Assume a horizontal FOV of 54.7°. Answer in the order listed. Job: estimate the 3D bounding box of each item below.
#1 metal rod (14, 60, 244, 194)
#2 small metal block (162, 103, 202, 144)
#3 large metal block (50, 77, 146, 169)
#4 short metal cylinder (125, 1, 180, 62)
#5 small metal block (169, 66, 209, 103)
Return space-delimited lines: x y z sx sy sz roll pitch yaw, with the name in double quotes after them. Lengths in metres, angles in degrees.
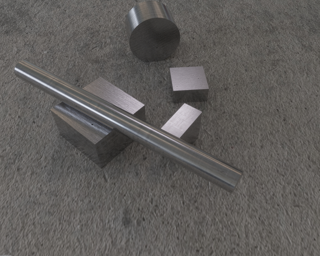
-0.051 -0.012 0.348 0.300 0.025 0.025 27 55 20 "metal rod"
0.026 0.006 0.382 0.025 0.050 0.050 29 56 22 "small metal block"
-0.075 -0.009 0.394 0.080 0.050 0.080 34 58 25 "large metal block"
-0.013 -0.154 0.497 0.081 0.080 0.050 -9 51 -8 "short metal cylinder"
0.042 -0.064 0.458 0.050 0.025 0.050 -4 50 -3 "small metal block"
